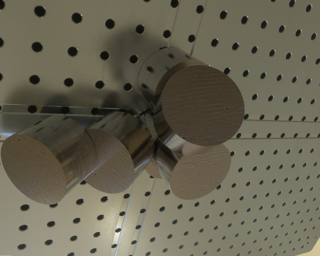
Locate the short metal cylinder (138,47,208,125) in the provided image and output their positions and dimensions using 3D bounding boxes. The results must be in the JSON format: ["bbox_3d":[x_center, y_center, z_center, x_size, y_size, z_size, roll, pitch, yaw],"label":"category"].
[{"bbox_3d":[0.020,-0.051,0.374,0.081,0.050,0.079,-14,124,-21],"label":"short metal cylinder"}]

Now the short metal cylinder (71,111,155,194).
[{"bbox_3d":[-0.053,0.027,0.354,0.050,0.080,0.079,-45,148,-56],"label":"short metal cylinder"}]

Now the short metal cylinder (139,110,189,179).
[{"bbox_3d":[0.006,0.020,0.409,0.081,0.050,0.079,-14,124,-21],"label":"short metal cylinder"}]

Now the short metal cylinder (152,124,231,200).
[{"bbox_3d":[0.037,0.039,0.372,0.081,0.050,0.079,-14,124,-21],"label":"short metal cylinder"}]

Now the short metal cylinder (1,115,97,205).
[{"bbox_3d":[-0.115,0.032,0.324,0.050,0.080,0.079,-47,149,-56],"label":"short metal cylinder"}]

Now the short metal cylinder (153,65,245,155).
[{"bbox_3d":[0.037,-0.016,0.312,0.081,0.080,0.050,-22,170,-16],"label":"short metal cylinder"}]
